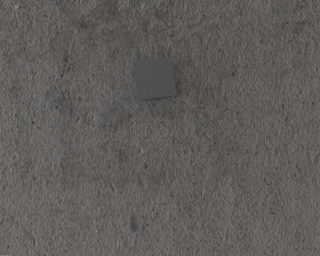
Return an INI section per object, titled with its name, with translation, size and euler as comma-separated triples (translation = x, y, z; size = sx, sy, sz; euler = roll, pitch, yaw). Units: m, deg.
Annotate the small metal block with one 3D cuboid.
[small metal block]
translation = -0.006, -0.064, 0.410
size = 0.050, 0.025, 0.050
euler = -7, 90, 0
